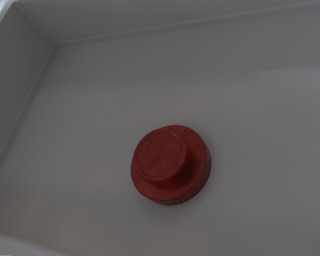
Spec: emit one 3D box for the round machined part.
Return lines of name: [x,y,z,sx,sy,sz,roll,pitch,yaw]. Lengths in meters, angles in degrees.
round machined part: [0.008,0.039,0.368,0.098,0.042,0.098,-13,56,21]
